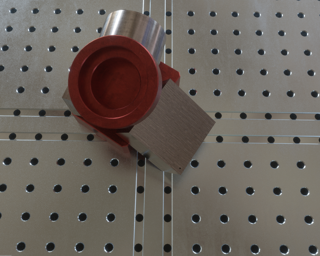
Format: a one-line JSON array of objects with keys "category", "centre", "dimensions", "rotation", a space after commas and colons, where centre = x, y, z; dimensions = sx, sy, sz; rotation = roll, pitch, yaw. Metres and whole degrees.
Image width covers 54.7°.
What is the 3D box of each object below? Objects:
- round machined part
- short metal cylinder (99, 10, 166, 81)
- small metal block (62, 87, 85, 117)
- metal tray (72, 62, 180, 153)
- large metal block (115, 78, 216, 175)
[{"category": "round machined part", "centre": [-0.046, -0.048, 0.340], "dimensions": [0.098, 0.042, 0.097], "rotation": [0, 90, 11]}, {"category": "short metal cylinder", "centre": [-0.037, -0.099, 0.386], "dimensions": [0.080, 0.080, 0.050], "rotation": [13, 71, 4]}, {"category": "small metal block", "centre": [-0.091, -0.044, 0.380], "dimensions": [0.025, 0.050, 0.050], "rotation": [18, 71, 6]}, {"category": "metal tray", "centre": [-0.044, -0.043, 0.425], "dimensions": [0.090, 0.030, 0.130], "rotation": [33, 73, 11]}, {"category": "large metal block", "centre": [0.007, -0.001, 0.379], "dimensions": [0.080, 0.050, 0.080], "rotation": [42, 72, -19]}]
